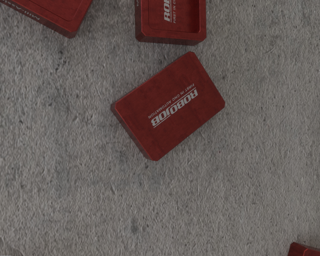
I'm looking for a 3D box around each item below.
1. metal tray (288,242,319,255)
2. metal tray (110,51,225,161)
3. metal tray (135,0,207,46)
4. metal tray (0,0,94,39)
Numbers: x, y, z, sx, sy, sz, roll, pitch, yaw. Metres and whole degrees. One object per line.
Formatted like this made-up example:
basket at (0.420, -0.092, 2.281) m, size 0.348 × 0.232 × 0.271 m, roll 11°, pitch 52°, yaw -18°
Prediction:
metal tray at (0.261, 0.246, 0.503) m, size 0.131 × 0.030 × 0.090 m, roll 20°, pitch 83°, yaw -19°
metal tray at (0.013, -0.029, 0.411) m, size 0.131 × 0.030 × 0.090 m, roll -38°, pitch 102°, yaw -16°
metal tray at (0.014, -0.180, 0.410) m, size 0.091 × 0.030 × 0.129 m, roll -1°, pitch 91°, yaw -20°
metal tray at (-0.140, -0.175, 0.354) m, size 0.131 × 0.030 × 0.090 m, roll 26°, pitch 81°, yaw -18°
